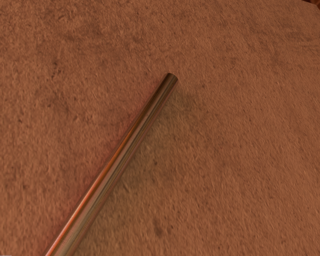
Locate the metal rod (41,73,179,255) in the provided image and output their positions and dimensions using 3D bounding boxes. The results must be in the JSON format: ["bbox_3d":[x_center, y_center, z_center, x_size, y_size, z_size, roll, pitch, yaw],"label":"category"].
[{"bbox_3d":[-0.043,0.031,0.362,0.025,0.025,0.301,35,51,-6],"label":"metal rod"}]
